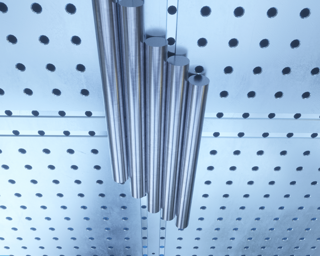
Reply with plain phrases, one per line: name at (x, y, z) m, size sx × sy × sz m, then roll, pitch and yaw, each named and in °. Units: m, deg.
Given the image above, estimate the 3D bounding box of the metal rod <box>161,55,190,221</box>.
metal rod at (0.017, 0.038, 0.443) m, size 0.025 × 0.025 × 0.298 m, roll 1°, pitch 130°, yaw -1°

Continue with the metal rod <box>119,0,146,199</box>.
metal rod at (-0.032, -0.010, 0.401) m, size 0.025 × 0.025 × 0.298 m, roll 1°, pitch 130°, yaw -1°

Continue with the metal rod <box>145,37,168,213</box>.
metal rod at (-0.007, 0.021, 0.428) m, size 0.025 × 0.025 × 0.298 m, roll 1°, pitch 130°, yaw -1°

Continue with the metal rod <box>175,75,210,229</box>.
metal rod at (0.042, 0.057, 0.460) m, size 0.025 × 0.025 × 0.298 m, roll 1°, pitch 130°, yaw -1°

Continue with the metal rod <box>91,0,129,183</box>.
metal rod at (-0.057, -0.039, 0.377) m, size 0.025 × 0.025 × 0.298 m, roll 1°, pitch 130°, yaw -1°
